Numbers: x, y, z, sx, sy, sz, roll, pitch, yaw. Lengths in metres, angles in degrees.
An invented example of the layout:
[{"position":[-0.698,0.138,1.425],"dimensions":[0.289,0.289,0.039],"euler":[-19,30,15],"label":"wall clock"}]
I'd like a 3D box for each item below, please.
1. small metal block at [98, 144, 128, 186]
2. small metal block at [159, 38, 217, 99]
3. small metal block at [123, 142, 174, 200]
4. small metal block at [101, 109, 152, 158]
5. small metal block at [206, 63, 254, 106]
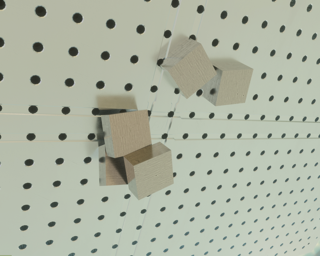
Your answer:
[{"position":[-0.050,0.047,0.396],"dimensions":[0.050,0.025,0.050],"euler":[2,79,-30],"label":"small metal block"},{"position":[0.036,-0.073,0.385],"dimensions":[0.050,0.025,0.050],"euler":[-40,129,-1],"label":"small metal block"},{"position":[-0.013,0.051,0.374],"dimensions":[0.050,0.025,0.050],"euler":[-21,122,-26],"label":"small metal block"},{"position":[-0.040,0.006,0.376],"dimensions":[0.050,0.025,0.050],"euler":[-10,97,-31],"label":"small metal block"},{"position":[0.095,-0.060,0.425],"dimensions":[0.050,0.025,0.050],"euler":[-8,122,-24],"label":"small metal block"}]
